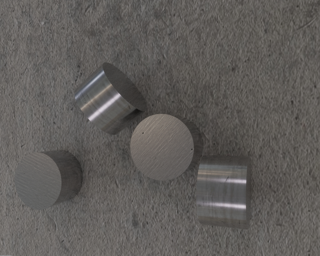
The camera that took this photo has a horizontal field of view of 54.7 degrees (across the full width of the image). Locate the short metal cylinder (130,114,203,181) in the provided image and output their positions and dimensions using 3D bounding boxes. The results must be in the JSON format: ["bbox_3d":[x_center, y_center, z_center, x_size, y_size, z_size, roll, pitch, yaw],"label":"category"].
[{"bbox_3d":[0.010,0.023,0.392,0.080,0.050,0.080,0,90,20],"label":"short metal cylinder"}]

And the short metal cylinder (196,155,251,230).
[{"bbox_3d":[0.075,0.071,0.353,0.050,0.080,0.080,0,90,20],"label":"short metal cylinder"}]

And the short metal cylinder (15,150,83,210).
[{"bbox_3d":[-0.161,0.073,0.453,0.080,0.050,0.080,0,90,20],"label":"short metal cylinder"}]

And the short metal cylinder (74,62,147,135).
[{"bbox_3d":[-0.062,-0.038,0.402,0.050,0.080,0.080,-39,78,16],"label":"short metal cylinder"}]
